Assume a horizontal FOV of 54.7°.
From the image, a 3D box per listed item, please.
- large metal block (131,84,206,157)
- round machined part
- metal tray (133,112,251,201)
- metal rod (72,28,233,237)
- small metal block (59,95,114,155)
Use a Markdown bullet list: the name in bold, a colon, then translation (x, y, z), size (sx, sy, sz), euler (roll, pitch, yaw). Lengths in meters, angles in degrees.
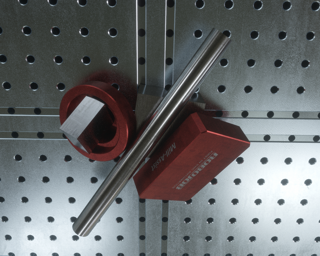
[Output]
- **large metal block**: translation (0.007, -0.006, 0.397), size (0.081, 0.050, 0.079), euler (8, 110, -4)
- **round machined part**: translation (-0.072, -0.011, 0.385), size (0.098, 0.042, 0.097), euler (10, 115, 23)
- **metal tray**: translation (0.038, 0.043, 0.391), size (0.091, 0.030, 0.129), euler (15, 128, -39)
- **metal rod**: translation (-0.019, 0.018, 0.366), size (0.025, 0.025, 0.299), euler (33, 106, -12)
- **small metal block**: translation (-0.085, -0.003, 0.368), size (0.025, 0.050, 0.050), euler (29, 70, 16)
